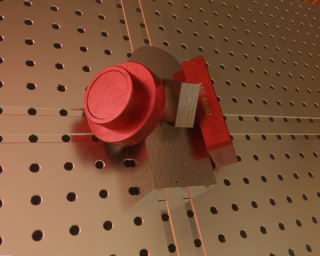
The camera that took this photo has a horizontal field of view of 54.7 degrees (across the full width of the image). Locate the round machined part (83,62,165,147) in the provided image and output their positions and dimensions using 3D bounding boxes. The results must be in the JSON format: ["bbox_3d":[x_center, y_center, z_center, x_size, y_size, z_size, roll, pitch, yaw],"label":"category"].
[{"bbox_3d":[-0.047,-0.031,0.350,0.042,0.098,0.098,29,43,-55],"label":"round machined part"}]

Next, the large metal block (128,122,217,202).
[{"bbox_3d":[0.012,0.040,0.373,0.081,0.050,0.080,2,61,-27],"label":"large metal block"}]

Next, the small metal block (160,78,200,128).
[{"bbox_3d":[0.019,-0.031,0.366,0.025,0.050,0.050,2,103,-31],"label":"small metal block"}]

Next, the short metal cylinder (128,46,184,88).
[{"bbox_3d":[-0.012,-0.064,0.423,0.081,0.050,0.080,14,56,-21],"label":"short metal cylinder"}]

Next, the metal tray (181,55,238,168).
[{"bbox_3d":[0.067,-0.020,0.416,0.030,0.090,0.130,-19,64,11],"label":"metal tray"}]
